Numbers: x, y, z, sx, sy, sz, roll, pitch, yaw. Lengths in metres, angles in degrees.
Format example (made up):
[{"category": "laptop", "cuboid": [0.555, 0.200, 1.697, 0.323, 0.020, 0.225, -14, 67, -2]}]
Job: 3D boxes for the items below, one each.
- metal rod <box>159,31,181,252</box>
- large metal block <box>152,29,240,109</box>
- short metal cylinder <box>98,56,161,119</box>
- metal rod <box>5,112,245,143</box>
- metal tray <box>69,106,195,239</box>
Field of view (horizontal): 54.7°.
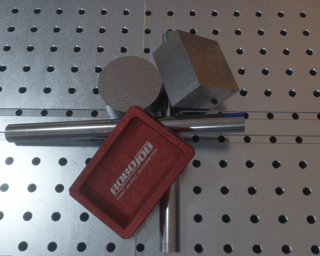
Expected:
[{"category": "metal rod", "cuboid": [0.014, 0.003, 0.410, 0.025, 0.025, 0.299, 1, 70, 0]}, {"category": "large metal block", "cuboid": [0.047, -0.073, 0.404, 0.081, 0.050, 0.080, -1, 64, -43]}, {"category": "short metal cylinder", "cuboid": [-0.038, -0.049, 0.415, 0.081, 0.050, 0.080, 0, 70, 0]}, {"category": "metal rod", "cuboid": [-0.048, 0.000, 0.394, 0.302, 0.025, 0.025, -3, 70, 6]}, {"category": "metal tray", "cuboid": [-0.032, 0.050, 0.363, 0.090, 0.030, 0.130, 38, 95, 6]}]
